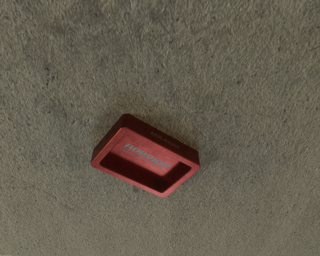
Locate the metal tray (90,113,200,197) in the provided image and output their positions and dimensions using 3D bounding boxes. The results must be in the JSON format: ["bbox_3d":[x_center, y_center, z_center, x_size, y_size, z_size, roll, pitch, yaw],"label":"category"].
[{"bbox_3d":[-0.020,0.044,0.443,0.131,0.030,0.090,29,124,-23],"label":"metal tray"}]
